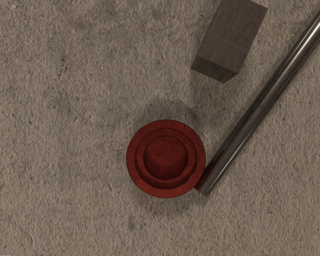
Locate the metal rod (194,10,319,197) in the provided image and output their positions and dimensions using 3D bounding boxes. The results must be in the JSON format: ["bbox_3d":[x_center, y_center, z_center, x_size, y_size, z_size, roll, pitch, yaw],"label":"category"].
[{"bbox_3d":[0.141,-0.037,0.411,0.025,0.025,0.299,36,90,-1],"label":"metal rod"}]

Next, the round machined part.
[{"bbox_3d":[0.007,0.038,0.402,0.099,0.042,0.097,0,90,-1],"label":"round machined part"}]

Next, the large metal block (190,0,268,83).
[{"bbox_3d":[0.081,-0.107,0.384,0.050,0.080,0.080,24,90,-1],"label":"large metal block"}]
